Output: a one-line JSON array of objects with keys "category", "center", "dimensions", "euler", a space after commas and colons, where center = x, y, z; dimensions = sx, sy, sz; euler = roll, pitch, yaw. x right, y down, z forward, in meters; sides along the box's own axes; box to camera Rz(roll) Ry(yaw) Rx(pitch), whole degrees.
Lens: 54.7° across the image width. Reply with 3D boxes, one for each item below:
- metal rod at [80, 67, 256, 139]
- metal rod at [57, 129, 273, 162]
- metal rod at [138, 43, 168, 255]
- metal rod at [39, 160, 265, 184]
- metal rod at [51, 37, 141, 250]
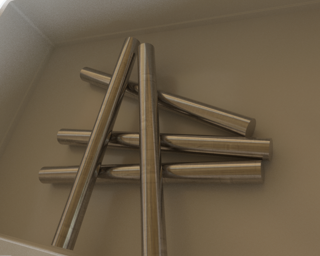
[{"category": "metal rod", "center": [-0.011, -0.045, 0.435], "dimensions": [0.300, 0.025, 0.025], "euler": [22, 74, 35]}, {"category": "metal rod", "center": [-0.015, 0.018, 0.399], "dimensions": [0.300, 0.025, 0.025], "euler": [2, 63, 28]}, {"category": "metal rod", "center": [-0.012, 0.011, 0.370], "dimensions": [0.025, 0.025, 0.299], "euler": [-16, 55, 19]}, {"category": "metal rod", "center": [-0.030, 0.057, 0.383], "dimensions": [0.301, 0.025, 0.025], "euler": [-5, 60, 25]}, {"category": "metal rod", "center": [-0.075, 0.002, 0.408], "dimensions": [0.025, 0.025, 0.300], "euler": [0, 62, 28]}]
